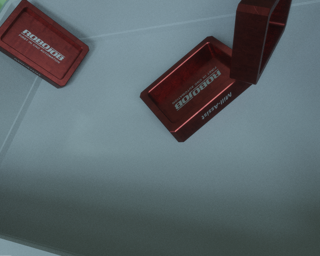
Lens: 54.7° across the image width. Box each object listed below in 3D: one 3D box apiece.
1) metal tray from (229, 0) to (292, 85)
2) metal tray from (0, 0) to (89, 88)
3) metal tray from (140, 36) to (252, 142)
[{"bbox_3d":[0.119,-0.122,0.350,0.030,0.090,0.130,20,53,22],"label":"metal tray"},{"bbox_3d":[-0.201,-0.140,0.532,0.030,0.130,0.090,-2,56,62],"label":"metal tray"},{"bbox_3d":[0.048,-0.054,0.410,0.130,0.030,0.090,-40,51,0],"label":"metal tray"}]
